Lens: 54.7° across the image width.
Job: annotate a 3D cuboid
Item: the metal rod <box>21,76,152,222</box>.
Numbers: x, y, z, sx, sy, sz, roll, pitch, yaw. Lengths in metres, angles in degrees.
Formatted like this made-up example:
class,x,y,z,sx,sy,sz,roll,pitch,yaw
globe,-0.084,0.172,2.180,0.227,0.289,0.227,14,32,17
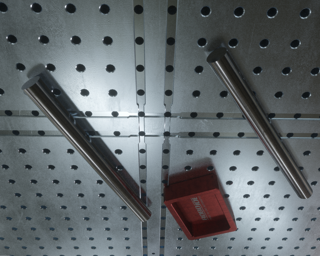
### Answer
class,x,y,z,sx,sy,sz,roll,pitch,yaw
metal rod,-0.089,0.050,0.452,0.025,0.025,0.299,-20,128,15

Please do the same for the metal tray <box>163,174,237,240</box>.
class,x,y,z,sx,sy,sz,roll,pitch,yaw
metal tray,0.071,0.139,0.527,0.090,0.030,0.130,-18,128,14

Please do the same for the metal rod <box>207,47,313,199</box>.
class,x,y,z,sx,sy,sz,roll,pitch,yaw
metal rod,0.149,0.012,0.423,0.025,0.025,0.300,-28,125,22
